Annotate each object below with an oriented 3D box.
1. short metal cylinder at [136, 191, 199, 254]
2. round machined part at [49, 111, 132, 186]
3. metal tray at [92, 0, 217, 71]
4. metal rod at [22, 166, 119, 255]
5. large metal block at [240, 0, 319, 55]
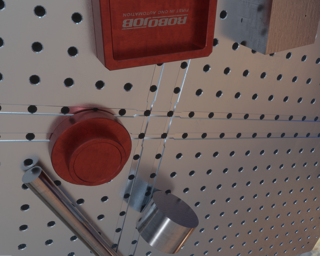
[{"bbox_3d":[0.011,0.141,0.469,0.080,0.080,0.050,21,107,-36],"label":"short metal cylinder"},{"bbox_3d":[-0.080,0.031,0.376,0.099,0.042,0.097,-14,124,-21],"label":"round machined part"},{"bbox_3d":[-0.003,-0.117,0.333,0.131,0.030,0.089,-13,124,-21],"label":"metal tray"},{"bbox_3d":[-0.102,0.161,0.455,0.025,0.025,0.299,-31,129,-8],"label":"metal rod"},{"bbox_3d":[0.152,-0.145,0.389,0.081,0.050,0.079,-17,125,-19],"label":"large metal block"}]
